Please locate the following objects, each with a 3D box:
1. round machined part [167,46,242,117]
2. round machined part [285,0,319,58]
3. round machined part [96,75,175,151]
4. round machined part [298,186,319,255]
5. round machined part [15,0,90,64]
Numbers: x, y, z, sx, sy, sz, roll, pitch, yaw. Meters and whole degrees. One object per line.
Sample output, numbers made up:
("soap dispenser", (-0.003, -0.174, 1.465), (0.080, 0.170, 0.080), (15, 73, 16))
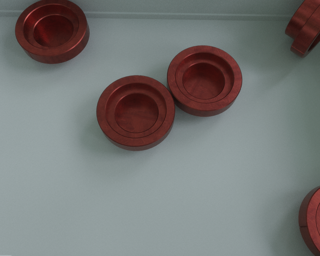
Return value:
("round machined part", (0.058, -0.060, 0.423), (0.099, 0.042, 0.098), (0, 70, -1))
("round machined part", (0.213, -0.149, 0.428), (0.042, 0.098, 0.098), (41, 75, 17))
("round machined part", (-0.030, -0.017, 0.406), (0.099, 0.042, 0.098), (0, 70, -1))
("round machined part", (0.211, 0.114, 0.362), (0.099, 0.042, 0.098), (0, 70, -1))
("round machined part", (-0.151, -0.134, 0.448), (0.099, 0.042, 0.098), (0, 70, -1))
